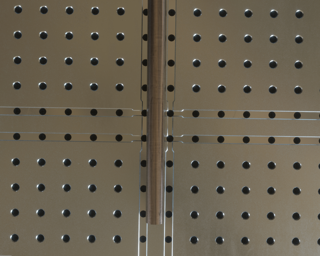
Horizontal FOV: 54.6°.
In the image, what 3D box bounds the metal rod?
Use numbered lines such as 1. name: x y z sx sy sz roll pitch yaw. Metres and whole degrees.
1. metal rod: -0.005 -0.024 0.414 0.025 0.025 0.298 1 90 0
